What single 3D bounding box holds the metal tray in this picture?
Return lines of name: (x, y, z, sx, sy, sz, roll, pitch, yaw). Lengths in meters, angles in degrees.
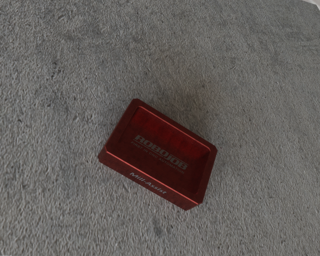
metal tray: (0.002, 0.032, 0.385, 0.130, 0.030, 0.090, 31, 51, -8)
